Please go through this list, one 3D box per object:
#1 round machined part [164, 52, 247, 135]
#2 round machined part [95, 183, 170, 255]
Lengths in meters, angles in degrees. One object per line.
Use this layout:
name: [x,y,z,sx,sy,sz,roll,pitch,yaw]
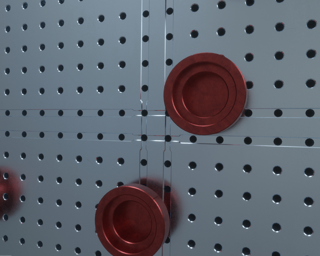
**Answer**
round machined part: [0.058,-0.040,0.383,0.098,0.042,0.097,0,90,19]
round machined part: [-0.033,0.123,0.414,0.098,0.042,0.097,0,90,19]
